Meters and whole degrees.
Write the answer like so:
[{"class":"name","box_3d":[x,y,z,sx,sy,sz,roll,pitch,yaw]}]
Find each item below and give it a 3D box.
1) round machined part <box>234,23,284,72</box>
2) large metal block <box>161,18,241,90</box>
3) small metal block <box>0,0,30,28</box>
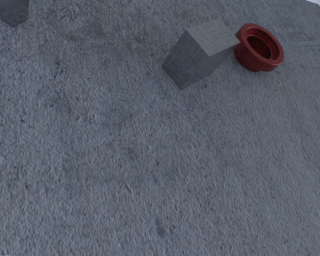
[{"class":"round machined part","box_3d":[0.178,-0.143,0.576,0.099,0.042,0.098,14,56,-21]},{"class":"large metal block","box_3d":[0.061,-0.112,0.469,0.081,0.080,0.050,-31,79,-38]},{"class":"small metal block","box_3d":[-0.192,-0.163,0.384,0.050,0.050,0.025,39,51,-2]}]
